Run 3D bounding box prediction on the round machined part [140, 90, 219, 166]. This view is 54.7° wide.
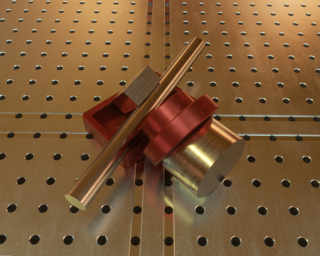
[{"bbox_3d":[0.017,-0.005,0.351,0.099,0.098,0.042,-39,82,-28],"label":"round machined part"}]

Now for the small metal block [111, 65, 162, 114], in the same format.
[{"bbox_3d":[-0.031,-0.049,0.404,0.025,0.050,0.050,44,66,-13],"label":"small metal block"}]

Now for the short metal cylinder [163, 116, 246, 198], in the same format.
[{"bbox_3d":[0.049,0.030,0.345,0.080,0.080,0.050,-36,59,-27],"label":"short metal cylinder"}]

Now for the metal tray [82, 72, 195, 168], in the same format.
[{"bbox_3d":[-0.024,-0.017,0.417,0.131,0.030,0.090,-36,59,-27],"label":"metal tray"}]

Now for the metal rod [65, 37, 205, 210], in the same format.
[{"bbox_3d":[-0.013,-0.028,0.391,0.025,0.025,0.301,22,53,17],"label":"metal rod"}]
